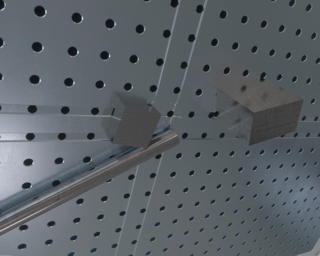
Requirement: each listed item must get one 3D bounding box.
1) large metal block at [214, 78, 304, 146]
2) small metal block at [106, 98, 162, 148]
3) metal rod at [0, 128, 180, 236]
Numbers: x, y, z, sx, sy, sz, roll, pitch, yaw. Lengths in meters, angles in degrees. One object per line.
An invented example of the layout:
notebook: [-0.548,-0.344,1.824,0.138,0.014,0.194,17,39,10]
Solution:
large metal block: [0.134,-0.026,0.433,0.081,0.080,0.050,-15,125,-20]
small metal block: [-0.034,-0.005,0.390,0.050,0.025,0.050,11,113,-33]
metal rod: [-0.111,0.076,0.397,0.302,0.025,0.025,-26,128,-12]
